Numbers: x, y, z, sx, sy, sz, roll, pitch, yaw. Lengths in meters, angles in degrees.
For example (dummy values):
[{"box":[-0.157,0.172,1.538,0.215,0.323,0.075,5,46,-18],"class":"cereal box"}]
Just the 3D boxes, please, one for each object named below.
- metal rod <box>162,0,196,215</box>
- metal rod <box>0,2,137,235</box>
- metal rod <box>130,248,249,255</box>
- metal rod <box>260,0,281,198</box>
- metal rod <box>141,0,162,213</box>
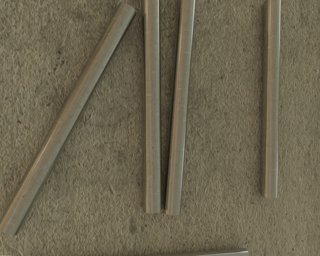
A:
[{"box":[0.027,-0.035,0.419,0.025,0.025,0.298,5,88,-20],"class":"metal rod"},{"box":[-0.106,-0.019,0.370,0.025,0.025,0.299,29,80,-18],"class":"metal rod"},{"box":[-0.016,0.179,0.404,0.302,0.025,0.025,5,89,-20],"class":"metal rod"},{"box":[0.169,-0.045,0.473,0.025,0.025,0.298,1,90,-20],"class":"metal rod"},{"box":[-0.011,-0.040,0.405,0.025,0.025,0.298,0,90,-20],"class":"metal rod"}]
